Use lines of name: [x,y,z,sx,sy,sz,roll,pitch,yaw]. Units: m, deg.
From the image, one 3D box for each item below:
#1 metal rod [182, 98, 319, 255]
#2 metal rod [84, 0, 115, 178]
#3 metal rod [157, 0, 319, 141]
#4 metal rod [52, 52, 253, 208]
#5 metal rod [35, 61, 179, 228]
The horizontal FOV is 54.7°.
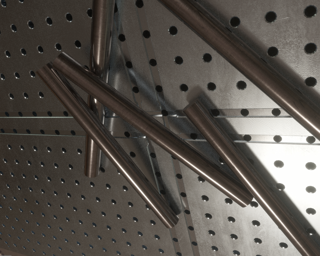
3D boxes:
metal rod: [0.133,0.085,0.393,0.025,0.025,0.300,-35,100,38]
metal rod: [-0.087,-0.045,0.427,0.025,0.025,0.298,23,127,14]
metal rod: [0.104,-0.057,0.320,0.300,0.025,0.025,41,129,-1]
metal rod: [-0.005,0.005,0.395,0.301,0.025,0.025,37,129,-5]
metal rod: [-0.064,0.036,0.441,0.025,0.025,0.299,-21,115,35]
